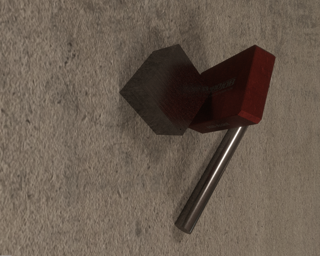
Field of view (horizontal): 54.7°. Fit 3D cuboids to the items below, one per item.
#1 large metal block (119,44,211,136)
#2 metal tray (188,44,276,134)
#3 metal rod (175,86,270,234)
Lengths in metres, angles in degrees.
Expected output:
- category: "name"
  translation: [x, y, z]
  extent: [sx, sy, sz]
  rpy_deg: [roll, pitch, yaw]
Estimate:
- category: "large metal block"
  translation: [0.009, -0.047, 0.398]
  extent: [0.080, 0.050, 0.080]
  rpy_deg: [50, 61, -29]
- category: "metal tray"
  translation: [0.087, -0.045, 0.410]
  extent: [0.030, 0.130, 0.090]
  rpy_deg: [22, 75, -19]
- category: "metal rod"
  translation: [0.110, 0.031, 0.499]
  extent: [0.025, 0.025, 0.301]
  rpy_deg: [50, 60, -29]
